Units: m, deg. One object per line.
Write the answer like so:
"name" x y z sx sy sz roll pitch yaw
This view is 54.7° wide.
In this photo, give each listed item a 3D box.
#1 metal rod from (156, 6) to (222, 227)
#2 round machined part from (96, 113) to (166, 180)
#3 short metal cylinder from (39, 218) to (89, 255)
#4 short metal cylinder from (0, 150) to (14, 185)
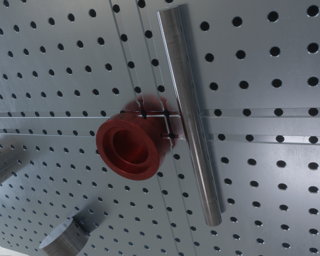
"metal rod" 0.043 0.004 0.390 0.025 0.025 0.298 -1 118 28
"round machined part" -0.037 0.022 0.433 0.098 0.042 0.097 13 124 21
"short metal cylinder" -0.190 0.226 0.616 0.080 0.080 0.050 -30 102 38
"short metal cylinder" -0.349 0.083 0.630 0.080 0.050 0.079 13 124 21
